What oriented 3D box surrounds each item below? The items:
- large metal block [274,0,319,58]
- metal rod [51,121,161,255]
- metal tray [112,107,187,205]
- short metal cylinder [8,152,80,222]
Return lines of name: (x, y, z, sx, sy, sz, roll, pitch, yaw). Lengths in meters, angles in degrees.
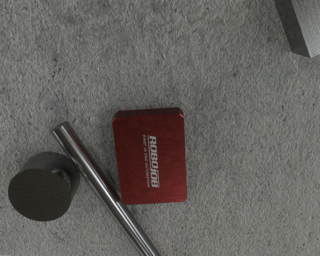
large metal block: (0.185, -0.136, 0.349, 0.080, 0.050, 0.080, -26, 108, 8)
metal rod: (-0.061, 0.120, 0.453, 0.025, 0.025, 0.299, -27, 108, 9)
metal tray: (-0.011, 0.040, 0.422, 0.091, 0.030, 0.129, -4, 110, 1)
short metal cylinder: (-0.156, 0.079, 0.423, 0.081, 0.050, 0.079, 0, 110, -1)
